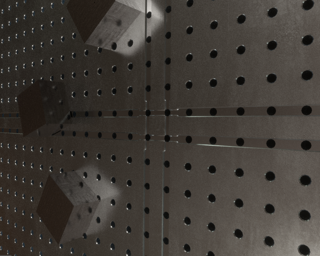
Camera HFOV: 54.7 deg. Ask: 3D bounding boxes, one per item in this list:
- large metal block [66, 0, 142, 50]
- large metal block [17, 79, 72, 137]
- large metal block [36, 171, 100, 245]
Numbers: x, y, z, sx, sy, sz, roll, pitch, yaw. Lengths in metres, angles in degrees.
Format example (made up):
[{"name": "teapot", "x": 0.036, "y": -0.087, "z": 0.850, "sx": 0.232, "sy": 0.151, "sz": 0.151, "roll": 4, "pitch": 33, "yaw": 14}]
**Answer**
[{"name": "large metal block", "x": -0.086, "y": -0.178, "z": 0.461, "sx": 0.080, "sy": 0.050, "sz": 0.080, "roll": -42, "pitch": 65, "yaw": 32}, {"name": "large metal block", "x": -0.212, "y": -0.033, "z": 0.564, "sx": 0.080, "sy": 0.050, "sz": 0.080, "roll": -22, "pitch": 76, "yaw": 37}, {"name": "large metal block", "x": -0.155, "y": 0.130, "z": 0.518, "sx": 0.080, "sy": 0.050, "sz": 0.079, "roll": 38, "pitch": 113, "yaw": 33}]
